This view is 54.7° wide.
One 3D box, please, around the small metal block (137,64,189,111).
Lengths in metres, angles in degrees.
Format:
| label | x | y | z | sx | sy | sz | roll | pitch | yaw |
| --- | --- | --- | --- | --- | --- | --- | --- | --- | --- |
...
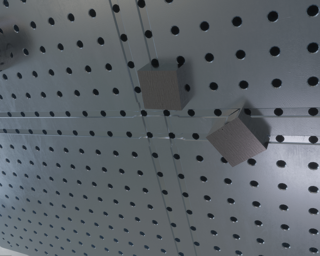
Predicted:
| label | x | y | z | sx | sy | sz | roll | pitch | yaw |
| --- | --- | --- | --- | --- | --- | --- | --- | --- | --- |
| small metal block | 0.005 | -0.050 | 0.378 | 0.050 | 0.025 | 0.050 | 4 | 121 | 26 |

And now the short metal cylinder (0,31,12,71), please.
| label | x | y | z | sx | sy | sz | roll | pitch | yaw |
| --- | --- | --- | --- | --- | --- | --- | --- | --- | --- |
| short metal cylinder | -0.276 | -0.117 | 0.468 | 0.080 | 0.050 | 0.079 | 13 | 124 | 21 |

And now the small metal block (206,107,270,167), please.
| label | x | y | z | sx | sy | sz | roll | pitch | yaw |
| --- | --- | --- | --- | --- | --- | --- | --- | --- | --- |
| small metal block | 0.093 | 0.012 | 0.370 | 0.050 | 0.025 | 0.050 | 48 | 129 | -6 |
